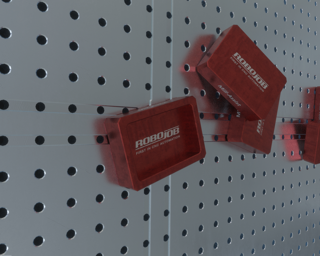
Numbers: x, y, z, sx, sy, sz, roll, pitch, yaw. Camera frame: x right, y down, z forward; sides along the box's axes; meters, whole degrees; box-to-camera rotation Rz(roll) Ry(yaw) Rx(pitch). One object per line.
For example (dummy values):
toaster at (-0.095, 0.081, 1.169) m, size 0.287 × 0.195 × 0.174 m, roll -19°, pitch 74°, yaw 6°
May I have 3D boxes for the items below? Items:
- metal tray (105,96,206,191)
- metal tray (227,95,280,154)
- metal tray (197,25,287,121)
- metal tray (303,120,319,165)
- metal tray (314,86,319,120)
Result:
metal tray at (0.000, 0.015, 0.404) m, size 0.131 × 0.030 × 0.090 m, roll -20°, pitch 103°, yaw -38°
metal tray at (0.168, -0.027, 0.545) m, size 0.090 × 0.030 × 0.130 m, roll 22°, pitch 76°, yaw -38°
metal tray at (0.131, -0.084, 0.487) m, size 0.130 × 0.030 × 0.090 m, roll 41°, pitch 71°, yaw -16°
metal tray at (0.380, 0.025, 0.693) m, size 0.131 × 0.030 × 0.089 m, roll -8°, pitch 107°, yaw -27°
metal tray at (0.404, -0.029, 0.741) m, size 0.091 × 0.030 × 0.129 m, roll 9°, pitch 84°, yaw -39°
